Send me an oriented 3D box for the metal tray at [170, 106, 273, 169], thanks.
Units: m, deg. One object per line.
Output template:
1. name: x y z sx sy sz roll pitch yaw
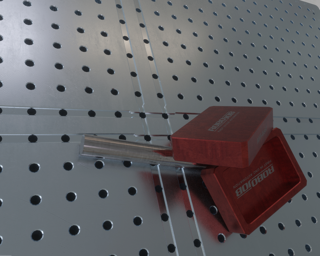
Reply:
1. metal tray: 0.083 0.005 0.390 0.131 0.090 0.030 -34 121 -53

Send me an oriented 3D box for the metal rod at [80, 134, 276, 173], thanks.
1. metal rod: 0.049 0.042 0.408 0.302 0.025 0.025 10 58 -23

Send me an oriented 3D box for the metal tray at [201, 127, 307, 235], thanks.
1. metal tray: 0.127 0.066 0.407 0.131 0.030 0.090 -27 90 -28
